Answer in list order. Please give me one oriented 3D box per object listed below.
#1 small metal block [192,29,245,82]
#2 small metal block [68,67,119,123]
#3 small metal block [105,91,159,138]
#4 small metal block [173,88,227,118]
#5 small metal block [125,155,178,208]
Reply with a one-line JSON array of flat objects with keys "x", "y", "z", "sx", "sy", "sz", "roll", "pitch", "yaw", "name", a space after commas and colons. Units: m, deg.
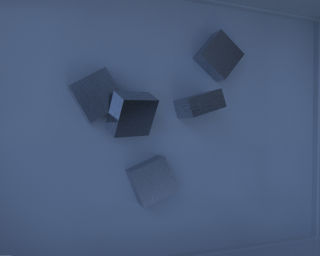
[{"x": 0.084, "y": -0.103, "z": 0.443, "sx": 0.050, "sy": 0.025, "sz": 0.050, "roll": 41, "pitch": 77, "yaw": -16, "name": "small metal block"}, {"x": -0.078, "y": -0.040, "z": 0.382, "sx": 0.050, "sy": 0.025, "sz": 0.050, "roll": -32, "pitch": 101, "yaw": -18, "name": "small metal block"}, {"x": -0.034, "y": -0.017, "z": 0.380, "sx": 0.050, "sy": 0.025, "sz": 0.050, "roll": -3, "pitch": 121, "yaw": -38, "name": "small metal block"}, {"x": 0.052, "y": -0.032, "z": 0.418, "sx": 0.050, "sy": 0.050, "sz": 0.025, "roll": -18, "pitch": 97, "yaw": -19, "name": "small metal block"}, {"x": -0.011, "y": 0.069, "z": 0.408, "sx": 0.050, "sy": 0.025, "sz": 0.050, "roll": -24, "pitch": 98, "yaw": -19, "name": "small metal block"}]
